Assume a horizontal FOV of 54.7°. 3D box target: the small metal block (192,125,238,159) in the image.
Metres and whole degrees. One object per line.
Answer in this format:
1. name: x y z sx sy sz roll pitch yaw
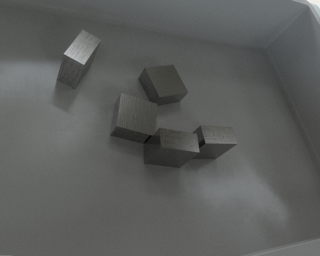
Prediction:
1. small metal block: 0.065 0.020 0.412 0.050 0.050 0.025 2 61 -27

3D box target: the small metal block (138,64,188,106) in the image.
1. small metal block: 0.005 -0.062 0.445 0.050 0.025 0.050 -14 69 -34

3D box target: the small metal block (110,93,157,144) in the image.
1. small metal block: -0.033 -0.011 0.395 0.050 0.025 0.050 16 55 -19

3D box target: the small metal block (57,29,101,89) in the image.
1. small metal block: -0.101 -0.085 0.387 0.025 0.050 0.050 29 52 -11

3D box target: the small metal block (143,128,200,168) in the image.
1. small metal block: 0.013 0.026 0.380 0.050 0.050 0.025 10 58 -23
